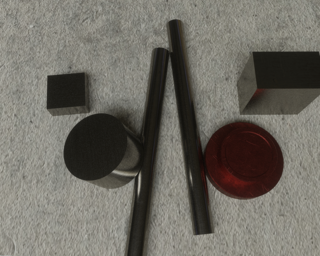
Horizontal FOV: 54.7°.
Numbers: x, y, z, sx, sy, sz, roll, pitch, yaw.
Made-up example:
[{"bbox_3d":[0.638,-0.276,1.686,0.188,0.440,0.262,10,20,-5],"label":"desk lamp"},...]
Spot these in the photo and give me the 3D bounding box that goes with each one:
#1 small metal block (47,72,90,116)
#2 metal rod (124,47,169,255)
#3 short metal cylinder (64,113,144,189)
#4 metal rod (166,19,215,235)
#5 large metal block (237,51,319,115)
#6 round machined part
[{"bbox_3d":[-0.125,-0.046,0.423,0.050,0.025,0.050,-5,70,-3],"label":"small metal block"},{"bbox_3d":[-0.015,0.030,0.396,0.025,0.025,0.299,6,70,2],"label":"metal rod"},{"bbox_3d":[-0.066,0.029,0.371,0.080,0.050,0.080,-7,67,17],"label":"short metal cylinder"},{"bbox_3d":[0.037,-0.015,0.414,0.025,0.025,0.299,-5,70,-2],"label":"metal rod"},{"bbox_3d":[0.151,-0.055,0.401,0.081,0.080,0.050,0,70,-1],"label":"large metal block"},{"bbox_3d":[0.106,0.038,0.387,0.099,0.042,0.098,0,70,-1],"label":"round machined part"}]
